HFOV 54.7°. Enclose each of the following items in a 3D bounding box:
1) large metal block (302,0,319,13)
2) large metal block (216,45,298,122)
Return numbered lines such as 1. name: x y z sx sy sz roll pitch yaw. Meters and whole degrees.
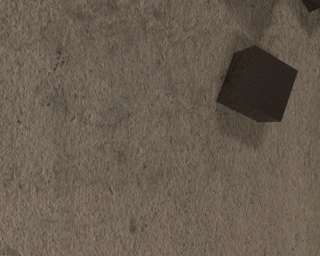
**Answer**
1. large metal block: 0.261 -0.248 0.494 0.080 0.050 0.080 -43 104 -15
2. large metal block: 0.140 -0.060 0.449 0.080 0.050 0.080 23 82 -19
